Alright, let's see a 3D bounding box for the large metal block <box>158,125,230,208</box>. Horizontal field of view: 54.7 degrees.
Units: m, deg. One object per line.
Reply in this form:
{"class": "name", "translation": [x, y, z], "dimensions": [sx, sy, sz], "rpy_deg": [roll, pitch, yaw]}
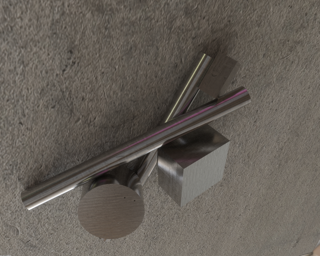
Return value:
{"class": "large metal block", "translation": [0.045, 0.049, 0.428], "dimensions": [0.081, 0.050, 0.079], "rpy_deg": [-27, 138, -27]}

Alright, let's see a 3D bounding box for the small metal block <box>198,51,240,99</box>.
{"class": "small metal block", "translation": [0.077, -0.066, 0.393], "dimensions": [0.050, 0.025, 0.050], "rpy_deg": [-61, 167, 15]}

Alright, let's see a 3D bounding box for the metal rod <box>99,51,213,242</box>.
{"class": "metal rod", "translation": [-0.011, 0.036, 0.424], "dimensions": [0.025, 0.025, 0.298], "rpy_deg": [19, 109, -36]}

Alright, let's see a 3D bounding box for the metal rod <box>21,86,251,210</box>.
{"class": "metal rod", "translation": [-0.026, 0.023, 0.386], "dimensions": [0.301, 0.025, 0.025], "rpy_deg": [-26, 128, -4]}

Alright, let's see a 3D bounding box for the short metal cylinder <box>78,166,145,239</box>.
{"class": "short metal cylinder", "translation": [-0.062, 0.094, 0.400], "dimensions": [0.081, 0.050, 0.079], "rpy_deg": [-2, 110, -6]}
